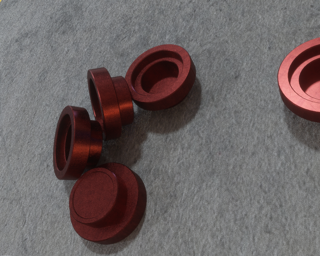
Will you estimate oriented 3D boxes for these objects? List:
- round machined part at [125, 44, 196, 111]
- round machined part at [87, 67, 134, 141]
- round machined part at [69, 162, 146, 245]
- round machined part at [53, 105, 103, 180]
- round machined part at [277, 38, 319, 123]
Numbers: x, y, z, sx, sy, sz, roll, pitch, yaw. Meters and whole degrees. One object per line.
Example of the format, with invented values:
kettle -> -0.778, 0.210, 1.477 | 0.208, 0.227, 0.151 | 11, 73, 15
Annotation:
round machined part -> 0.004, -0.065, 0.429 | 0.098, 0.042, 0.098 | -13, 56, 20
round machined part -> -0.066, -0.034, 0.421 | 0.042, 0.097, 0.098 | -14, 50, -18
round machined part -> -0.070, 0.086, 0.375 | 0.098, 0.042, 0.098 | -13, 56, 20
round machined part -> -0.109, 0.021, 0.416 | 0.098, 0.042, 0.098 | -19, 67, 55
round machined part -> 0.179, -0.047, 0.328 | 0.098, 0.042, 0.098 | -13, 56, 20
